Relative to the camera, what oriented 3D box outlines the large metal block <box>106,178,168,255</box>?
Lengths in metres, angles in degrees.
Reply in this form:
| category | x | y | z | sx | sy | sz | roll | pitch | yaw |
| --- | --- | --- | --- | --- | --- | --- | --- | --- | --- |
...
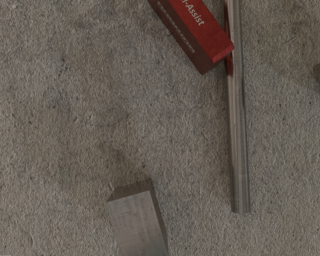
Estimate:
| category | x | y | z | sx | sy | sz | roll | pitch | yaw |
| --- | --- | --- | --- | --- | --- | --- | --- | --- | --- |
| large metal block | -0.025 | 0.114 | 0.382 | 0.050 | 0.080 | 0.080 | -16 | 90 | 0 |

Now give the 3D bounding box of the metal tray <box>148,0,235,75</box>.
| category | x | y | z | sx | sy | sz | roll | pitch | yaw |
| --- | --- | --- | --- | --- | --- | --- | --- | --- | --- |
| metal tray | 0.032 | -0.131 | 0.377 | 0.030 | 0.090 | 0.130 | -36 | 90 | 0 |

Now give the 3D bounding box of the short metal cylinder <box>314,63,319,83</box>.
| category | x | y | z | sx | sy | sz | roll | pitch | yaw |
| --- | --- | --- | --- | --- | --- | --- | --- | --- | --- |
| short metal cylinder | 0.243 | -0.070 | 0.386 | 0.080 | 0.080 | 0.050 | -19 | 90 | 0 |

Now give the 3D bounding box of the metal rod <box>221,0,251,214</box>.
| category | x | y | z | sx | sy | sz | roll | pitch | yaw |
| --- | --- | --- | --- | --- | --- | --- | --- | --- | --- |
| metal rod | 0.100 | -0.039 | 0.411 | 0.025 | 0.025 | 0.298 | -3 | 90 | -1 |
